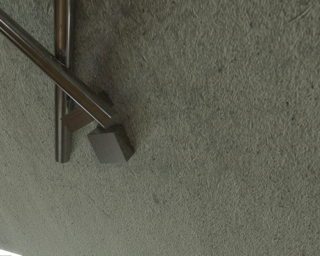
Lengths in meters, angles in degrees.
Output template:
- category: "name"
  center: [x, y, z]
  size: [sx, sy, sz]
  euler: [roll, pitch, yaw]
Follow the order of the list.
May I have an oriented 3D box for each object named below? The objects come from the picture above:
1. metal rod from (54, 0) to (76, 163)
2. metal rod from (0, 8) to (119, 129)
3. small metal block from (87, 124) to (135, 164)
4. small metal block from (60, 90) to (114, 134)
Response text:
- category: "metal rod"
  center: [-0.135, -0.066, 0.434]
  size: [0.025, 0.025, 0.298]
  euler: [24, 127, 13]
- category: "metal rod"
  center: [-0.170, -0.106, 0.401]
  size: [0.300, 0.025, 0.025]
  euler: [41, 129, 10]
- category: "small metal block"
  center: [-0.072, 0.024, 0.458]
  size: [0.050, 0.025, 0.050]
  euler: [-7, 115, 31]
- category: "small metal block"
  center: [-0.100, -0.023, 0.428]
  size: [0.050, 0.050, 0.025]
  euler: [-24, 105, 36]
